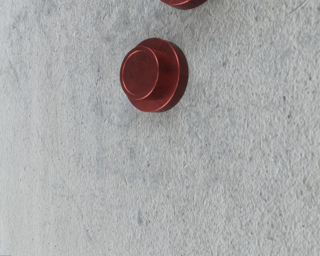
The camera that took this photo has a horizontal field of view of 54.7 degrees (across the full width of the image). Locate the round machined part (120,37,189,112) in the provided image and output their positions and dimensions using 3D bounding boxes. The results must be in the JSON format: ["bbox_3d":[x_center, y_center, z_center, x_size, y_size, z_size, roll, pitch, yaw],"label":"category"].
[{"bbox_3d":[-0.015,-0.070,0.406,0.098,0.042,0.097,0,90,40],"label":"round machined part"}]

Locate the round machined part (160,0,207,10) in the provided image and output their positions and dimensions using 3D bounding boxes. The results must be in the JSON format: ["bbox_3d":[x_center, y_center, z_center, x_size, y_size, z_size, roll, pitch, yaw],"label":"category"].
[{"bbox_3d":[0.038,-0.188,0.362,0.098,0.042,0.097,0,90,40],"label":"round machined part"}]
